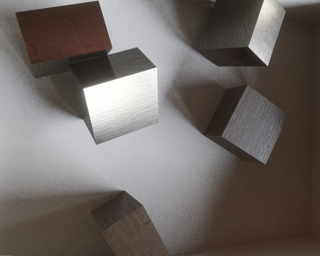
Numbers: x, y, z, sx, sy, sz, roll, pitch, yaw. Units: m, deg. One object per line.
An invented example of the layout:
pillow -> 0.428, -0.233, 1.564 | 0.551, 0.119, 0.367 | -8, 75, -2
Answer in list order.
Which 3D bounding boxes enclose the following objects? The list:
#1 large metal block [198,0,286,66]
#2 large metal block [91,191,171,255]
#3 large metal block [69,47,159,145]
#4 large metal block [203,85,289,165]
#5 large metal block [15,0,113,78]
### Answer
large metal block -> 0.109, -0.130, 0.416 | 0.050, 0.080, 0.080 | 26, 81, -41
large metal block -> -0.035, 0.130, 0.369 | 0.050, 0.080, 0.080 | -30, 100, -18
large metal block -> -0.050, -0.037, 0.359 | 0.081, 0.050, 0.079 | -20, 137, -19
large metal block -> 0.123, -0.004, 0.444 | 0.080, 0.050, 0.080 | 32, 80, -18
large metal block -> -0.106, -0.094, 0.342 | 0.081, 0.080, 0.050 | -17, 95, -19
